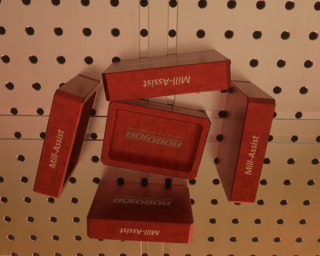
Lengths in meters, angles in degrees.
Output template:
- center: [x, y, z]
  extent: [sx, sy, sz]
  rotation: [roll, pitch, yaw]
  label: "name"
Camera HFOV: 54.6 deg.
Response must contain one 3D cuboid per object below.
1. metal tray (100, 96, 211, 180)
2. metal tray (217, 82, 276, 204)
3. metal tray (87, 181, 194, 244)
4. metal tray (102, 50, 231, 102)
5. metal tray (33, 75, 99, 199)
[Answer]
- center: [-0.007, 0.014, 0.415]
  extent: [0.131, 0.030, 0.089]
  rotation: [10, 110, -4]
  label: "metal tray"
- center: [0.101, 0.015, 0.385]
  extent: [0.030, 0.090, 0.129]
  rotation: [4, 110, -2]
  label: "metal tray"
- center: [-0.024, 0.111, 0.419]
  extent: [0.131, 0.090, 0.030]
  rotation: [4, 110, -1]
  label: "metal tray"
- center: [0.007, -0.062, 0.355]
  extent: [0.131, 0.090, 0.030]
  rotation: [-6, 110, 2]
  label: "metal tray"
- center: [-0.113, 0.008, 0.381]
  extent: [0.030, 0.090, 0.129]
  rotation: [17, 109, -6]
  label: "metal tray"
